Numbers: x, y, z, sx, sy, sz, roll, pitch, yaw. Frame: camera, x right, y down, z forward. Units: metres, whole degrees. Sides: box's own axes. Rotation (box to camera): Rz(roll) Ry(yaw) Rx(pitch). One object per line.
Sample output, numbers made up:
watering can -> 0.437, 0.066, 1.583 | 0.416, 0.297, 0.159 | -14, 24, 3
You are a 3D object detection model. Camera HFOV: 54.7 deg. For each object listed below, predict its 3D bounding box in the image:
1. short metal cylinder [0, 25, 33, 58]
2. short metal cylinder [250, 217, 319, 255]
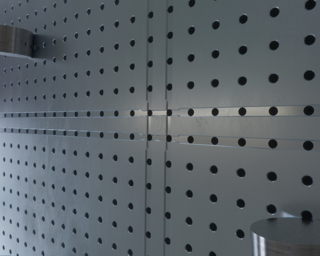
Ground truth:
short metal cylinder -> -0.299, -0.172, 0.621 | 0.080, 0.081, 0.050 | 10, 97, 39
short metal cylinder -> 0.122, 0.114, 0.272 | 0.080, 0.081, 0.050 | -4, 88, 40
